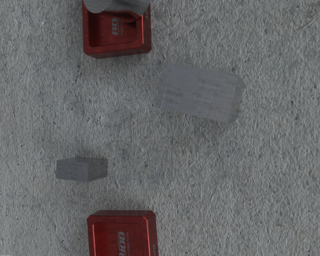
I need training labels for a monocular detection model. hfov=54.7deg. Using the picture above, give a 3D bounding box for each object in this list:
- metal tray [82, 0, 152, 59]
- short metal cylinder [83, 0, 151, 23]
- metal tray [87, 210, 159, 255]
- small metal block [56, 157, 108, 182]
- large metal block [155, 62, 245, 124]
[{"bbox_3d":[-0.061,-0.167,0.427,0.090,0.030,0.129,-2,89,19],"label":"metal tray"},{"bbox_3d":[-0.054,-0.178,0.386,0.080,0.050,0.079,1,92,43],"label":"short metal cylinder"},{"bbox_3d":[-0.049,0.181,0.423,0.090,0.030,0.129,-5,88,19],"label":"metal tray"},{"bbox_3d":[-0.108,0.057,0.434,0.050,0.050,0.025,3,91,20],"label":"small metal block"},{"bbox_3d":[0.050,-0.039,0.362,0.080,0.080,0.050,14,95,19],"label":"large metal block"}]
